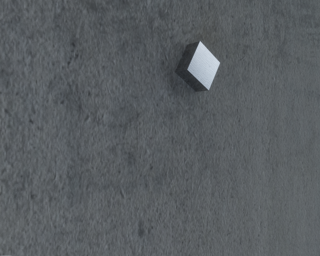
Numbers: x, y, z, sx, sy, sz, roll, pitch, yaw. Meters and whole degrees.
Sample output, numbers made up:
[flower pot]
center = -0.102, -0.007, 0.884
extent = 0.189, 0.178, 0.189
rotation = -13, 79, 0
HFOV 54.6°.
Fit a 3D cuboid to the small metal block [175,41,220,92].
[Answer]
[small metal block]
center = 0.055, -0.088, 0.450
extent = 0.050, 0.025, 0.050
rotation = 37, 68, -34
